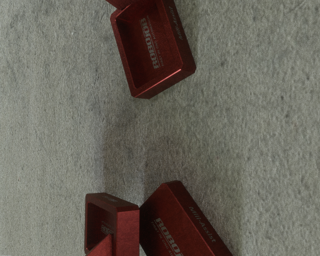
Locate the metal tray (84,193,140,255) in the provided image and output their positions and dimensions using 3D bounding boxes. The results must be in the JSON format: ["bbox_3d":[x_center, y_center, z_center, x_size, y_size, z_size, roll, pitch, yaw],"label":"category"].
[{"bbox_3d":[-0.070,0.142,0.424,0.130,0.030,0.089,-6,83,60],"label":"metal tray"}]

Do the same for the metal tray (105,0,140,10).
[{"bbox_3d":[-0.028,-0.230,0.401,0.090,0.030,0.129,-7,71,39],"label":"metal tray"}]

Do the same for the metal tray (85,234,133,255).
[{"bbox_3d":[-0.050,0.207,0.373,0.130,0.090,0.030,47,151,5],"label":"metal tray"}]

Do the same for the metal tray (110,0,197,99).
[{"bbox_3d":[-0.013,-0.114,0.410,0.090,0.030,0.129,-26,74,36],"label":"metal tray"}]

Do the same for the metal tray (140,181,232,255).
[{"bbox_3d":[0.024,0.142,0.380,0.090,0.030,0.130,-51,60,27],"label":"metal tray"}]
